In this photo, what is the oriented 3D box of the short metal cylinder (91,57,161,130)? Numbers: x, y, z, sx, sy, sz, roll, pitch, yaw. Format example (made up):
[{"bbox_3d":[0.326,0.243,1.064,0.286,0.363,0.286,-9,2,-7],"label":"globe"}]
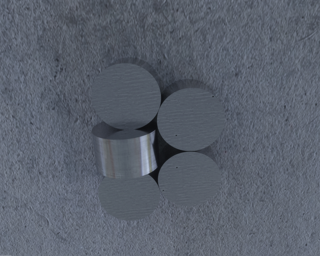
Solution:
[{"bbox_3d":[-0.039,-0.044,0.381,0.080,0.050,0.079,0,110,1],"label":"short metal cylinder"}]

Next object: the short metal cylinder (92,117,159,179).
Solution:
[{"bbox_3d":[-0.042,0.022,0.389,0.080,0.080,0.050,-3,110,1],"label":"short metal cylinder"}]

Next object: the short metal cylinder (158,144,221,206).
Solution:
[{"bbox_3d":[0.038,0.057,0.418,0.080,0.050,0.079,0,111,1],"label":"short metal cylinder"}]

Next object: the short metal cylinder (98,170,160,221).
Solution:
[{"bbox_3d":[-0.040,0.079,0.426,0.080,0.050,0.079,0,110,1],"label":"short metal cylinder"}]

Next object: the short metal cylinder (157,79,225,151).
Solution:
[{"bbox_3d":[0.037,-0.018,0.391,0.081,0.050,0.079,0,111,0],"label":"short metal cylinder"}]
